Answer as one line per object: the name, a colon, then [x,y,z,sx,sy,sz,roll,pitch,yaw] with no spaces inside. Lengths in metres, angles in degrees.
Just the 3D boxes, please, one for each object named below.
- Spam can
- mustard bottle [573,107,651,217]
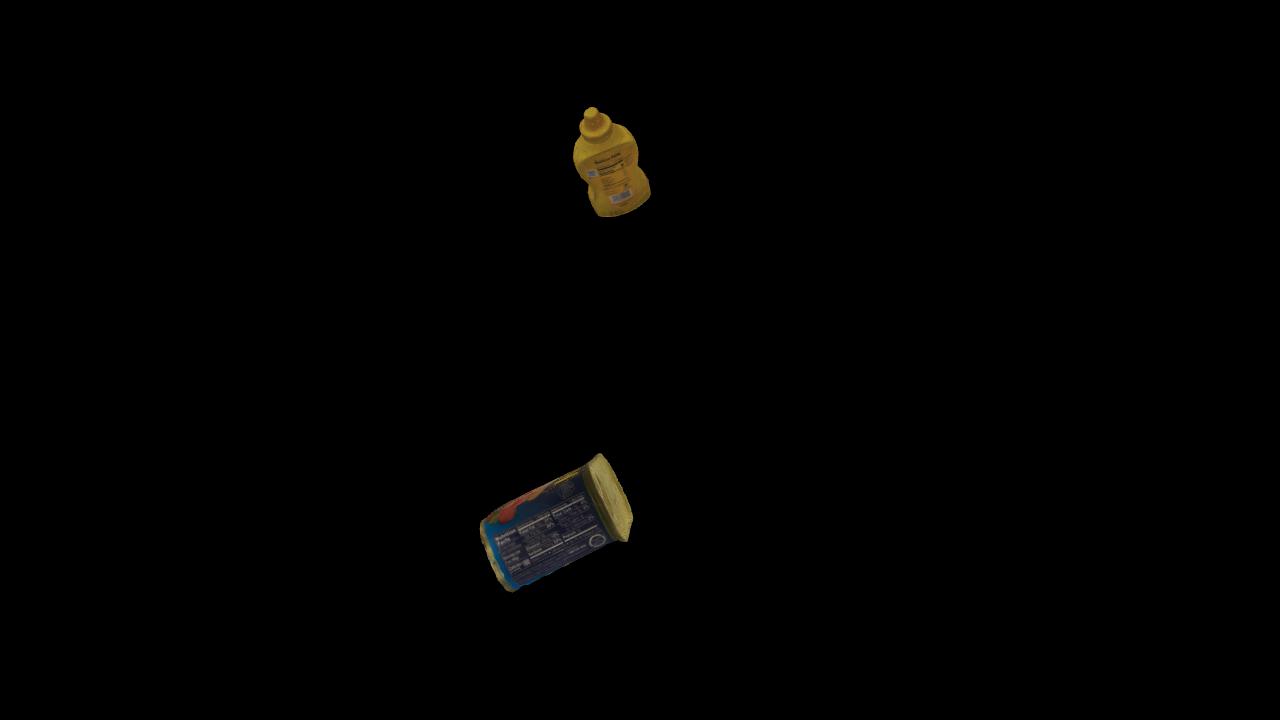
Spam can: [-0.056,0.114,0.439,0.085,0.058,0.101,-27,-5,1]
mustard bottle: [-0.044,-0.275,0.848,0.092,0.054,0.184,-16,-25,6]
